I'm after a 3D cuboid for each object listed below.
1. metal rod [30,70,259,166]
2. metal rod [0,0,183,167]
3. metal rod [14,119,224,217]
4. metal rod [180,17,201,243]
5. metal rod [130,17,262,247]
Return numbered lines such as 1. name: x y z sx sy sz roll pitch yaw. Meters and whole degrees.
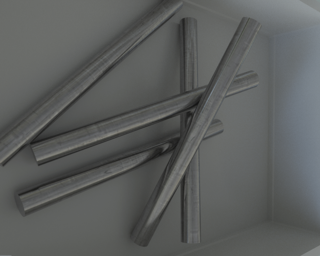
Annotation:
1. metal rod: 0.003 -0.021 0.371 0.302 0.025 0.025 -21 104 -26
2. metal rod: -0.065 -0.073 0.352 0.301 0.025 0.025 -49 120 -29
3. metal rod: -0.022 0.035 0.389 0.302 0.025 0.025 -19 102 -39
4. metal rod: 0.039 -0.006 0.412 0.025 0.025 0.299 11 74 -40
5. metal rod: 0.041 0.009 0.376 0.025 0.025 0.299 23 96 -38
